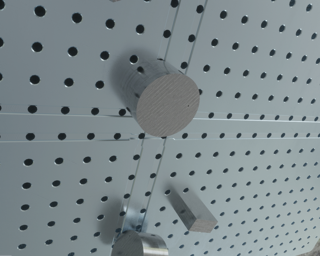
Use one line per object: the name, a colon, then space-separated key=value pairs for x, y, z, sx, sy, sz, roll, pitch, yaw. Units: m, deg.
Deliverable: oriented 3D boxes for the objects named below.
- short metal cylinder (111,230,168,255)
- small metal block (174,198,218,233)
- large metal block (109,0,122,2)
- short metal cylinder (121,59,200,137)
short metal cylinder: x=-0.033 y=0.204 z=0.484 sx=0.050 sy=0.080 sz=0.080 roll=25 pitch=105 yaw=-37
small metal block: x=0.060 y=0.146 z=0.518 sx=0.050 sy=0.050 sz=0.025 roll=19 pitch=108 yaw=-36
large metal block: x=-0.022 y=-0.168 z=0.278 sx=0.081 sy=0.050 sz=0.080 roll=-22 pitch=127 yaw=-15
short metal cylinder: x=0.000 y=-0.036 z=0.372 sx=0.081 sy=0.050 sz=0.079 roll=-14 pitch=124 yaw=-21
